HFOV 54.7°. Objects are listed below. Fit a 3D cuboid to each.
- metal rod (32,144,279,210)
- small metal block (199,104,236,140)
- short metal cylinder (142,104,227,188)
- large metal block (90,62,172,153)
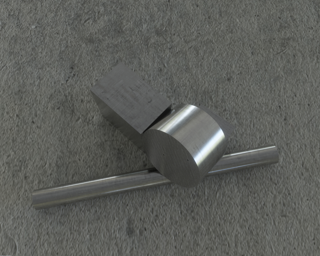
[{"bbox_3d":[-0.002,0.060,0.386,0.302,0.025,0.025,-10,71,-4],"label":"metal rod"},{"bbox_3d":[0.063,0.002,0.395,0.050,0.050,0.025,36,74,12],"label":"small metal block"},{"bbox_3d":[0.026,0.020,0.348,0.080,0.080,0.050,41,58,13],"label":"short metal cylinder"},{"bbox_3d":[-0.033,-0.022,0.387,0.080,0.080,0.050,41,75,13],"label":"large metal block"}]
